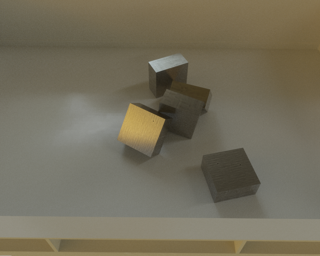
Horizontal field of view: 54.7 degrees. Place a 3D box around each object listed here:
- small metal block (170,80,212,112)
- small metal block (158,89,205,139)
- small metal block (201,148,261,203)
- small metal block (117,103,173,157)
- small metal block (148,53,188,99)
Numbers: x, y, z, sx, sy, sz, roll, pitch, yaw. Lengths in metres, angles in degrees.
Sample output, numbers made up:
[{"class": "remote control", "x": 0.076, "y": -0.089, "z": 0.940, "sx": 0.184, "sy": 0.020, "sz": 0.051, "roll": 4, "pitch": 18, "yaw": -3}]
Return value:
[{"class": "small metal block", "x": 0.042, "y": -0.042, "z": 0.422, "sx": 0.050, "sy": 0.050, "sz": 0.025, "roll": 16, "pitch": 91, "yaw": 13}, {"class": "small metal block", "x": 0.025, "y": -0.017, "z": 0.400, "sx": 0.050, "sy": 0.050, "sz": 0.025, "roll": 20, "pitch": 54, "yaw": 7}, {"class": "small metal block", "x": 0.081, "y": 0.054, "z": 0.361, "sx": 0.050, "sy": 0.025, "sz": 0.050, "roll": -10, "pitch": 51, "yaw": -9}, {"class": "small metal block", "x": -0.019, "y": 0.001, "z": 0.385, "sx": 0.050, "sy": 0.050, "sz": 0.025, "roll": 26, "pitch": 14, "yaw": 19}, {"class": "small metal block", "x": 0.012, "y": -0.076, "z": 0.453, "sx": 0.050, "sy": 0.050, "sz": 0.025, "roll": -20, "pitch": 53, "yaw": -17}]
